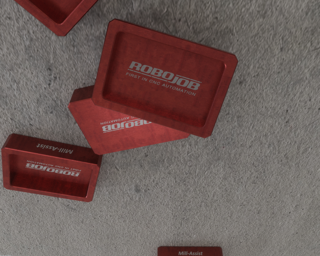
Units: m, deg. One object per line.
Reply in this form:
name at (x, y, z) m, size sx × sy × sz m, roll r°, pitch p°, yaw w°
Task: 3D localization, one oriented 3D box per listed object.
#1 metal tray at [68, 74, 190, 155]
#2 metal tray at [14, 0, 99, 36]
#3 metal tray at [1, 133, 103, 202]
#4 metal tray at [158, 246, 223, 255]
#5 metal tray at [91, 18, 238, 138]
metal tray at (-0.035, -0.017, 0.389) m, size 0.131 × 0.030 × 0.090 m, roll -12°, pitch 130°, yaw 9°
metal tray at (-0.081, -0.156, 0.270) m, size 0.130 × 0.030 × 0.090 m, roll -36°, pitch 122°, yaw 26°
metal tray at (-0.157, 0.061, 0.454) m, size 0.131 × 0.030 × 0.089 m, roll 12°, pitch 129°, yaw -11°
metal tray at (0.060, 0.284, 0.645) m, size 0.131 × 0.030 × 0.089 m, roll 1°, pitch 130°, yaw -1°
metal tray at (0.003, -0.051, 0.324) m, size 0.131 × 0.030 × 0.089 m, roll 17°, pitch 108°, yaw 0°
